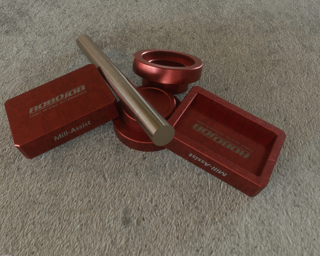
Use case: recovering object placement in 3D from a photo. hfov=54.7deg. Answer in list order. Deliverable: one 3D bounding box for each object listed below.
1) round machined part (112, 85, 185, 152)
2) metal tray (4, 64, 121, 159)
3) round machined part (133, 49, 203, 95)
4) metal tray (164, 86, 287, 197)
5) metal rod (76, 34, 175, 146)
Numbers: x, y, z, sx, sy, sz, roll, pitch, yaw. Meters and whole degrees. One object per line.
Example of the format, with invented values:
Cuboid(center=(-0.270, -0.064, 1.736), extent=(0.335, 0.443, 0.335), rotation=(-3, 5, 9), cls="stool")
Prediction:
Cuboid(center=(-0.014, -0.020, 0.411), extent=(0.099, 0.042, 0.098), rotation=(0, 50, 0), cls="round machined part")
Cuboid(center=(-0.129, -0.026, 0.408), extent=(0.131, 0.030, 0.090), rotation=(-27, 52, -11), cls="metal tray")
Cuboid(center=(0.010, -0.080, 0.447), extent=(0.099, 0.042, 0.098), rotation=(6, 28, -3), cls="round machined part")
Cuboid(center=(0.076, 0.012, 0.378), extent=(0.130, 0.030, 0.090), rotation=(30, 55, 10), cls="metal tray")
Cuboid(center=(-0.063, -0.070, 0.420), extent=(0.025, 0.025, 0.300), rotation=(-22, 40, -17), cls="metal rod")
